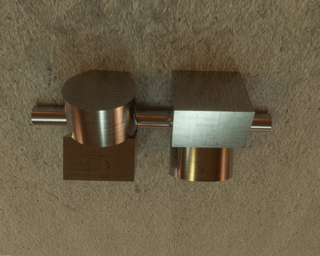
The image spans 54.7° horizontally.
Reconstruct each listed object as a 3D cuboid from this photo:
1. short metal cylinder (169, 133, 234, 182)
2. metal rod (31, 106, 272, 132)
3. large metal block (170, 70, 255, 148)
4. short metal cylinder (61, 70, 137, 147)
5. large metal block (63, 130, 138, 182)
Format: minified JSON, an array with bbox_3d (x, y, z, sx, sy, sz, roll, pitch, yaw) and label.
[{"bbox_3d":[0.052,0.033,0.393,0.081,0.080,0.050,1,95,-1],"label":"short metal cylinder"},{"bbox_3d":[-0.009,-0.012,0.401,0.302,0.025,0.025,2,130,-2],"label":"metal rod"},{"bbox_3d":[0.054,-0.023,0.353,0.081,0.080,0.050,1,130,-1],"label":"large metal block"},{"bbox_3d":[-0.066,-0.024,0.351,0.081,0.080,0.050,3,130,-3],"label":"short metal cylinder"},{"bbox_3d":[-0.070,0.031,0.391,0.081,0.080,0.050,2,96,-2],"label":"large metal block"}]
